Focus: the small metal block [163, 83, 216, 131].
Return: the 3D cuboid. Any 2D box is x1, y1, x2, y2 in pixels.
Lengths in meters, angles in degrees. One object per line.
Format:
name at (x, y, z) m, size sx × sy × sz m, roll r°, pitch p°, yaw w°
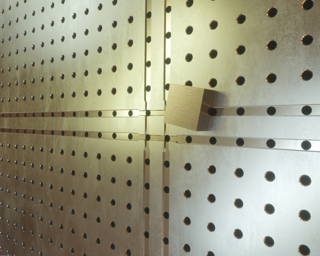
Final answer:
small metal block at (0.035, -0.026, 0.379) m, size 0.050 × 0.025 × 0.050 m, roll 16°, pitch 100°, yaw 38°
